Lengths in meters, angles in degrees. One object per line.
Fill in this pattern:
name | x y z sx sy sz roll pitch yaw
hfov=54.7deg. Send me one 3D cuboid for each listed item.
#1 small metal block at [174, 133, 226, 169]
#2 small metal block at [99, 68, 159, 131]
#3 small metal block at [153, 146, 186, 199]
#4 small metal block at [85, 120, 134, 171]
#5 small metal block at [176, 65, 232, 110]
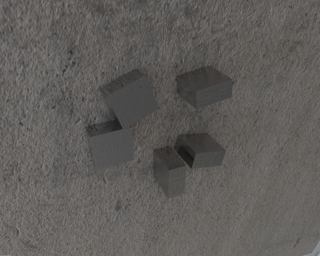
small metal block | 0.056 0.031 0.441 0.050 0.050 0.025 -2 119 -28
small metal block | -0.035 -0.034 0.364 0.050 0.025 0.050 -32 129 -14
small metal block | 0.012 0.061 0.435 0.025 0.050 0.050 -14 124 -21
small metal block | -0.062 0.020 0.385 0.050 0.025 0.050 -15 125 -20
small metal block | 0.055 -0.052 0.388 0.050 0.050 0.025 -20 126 -17
